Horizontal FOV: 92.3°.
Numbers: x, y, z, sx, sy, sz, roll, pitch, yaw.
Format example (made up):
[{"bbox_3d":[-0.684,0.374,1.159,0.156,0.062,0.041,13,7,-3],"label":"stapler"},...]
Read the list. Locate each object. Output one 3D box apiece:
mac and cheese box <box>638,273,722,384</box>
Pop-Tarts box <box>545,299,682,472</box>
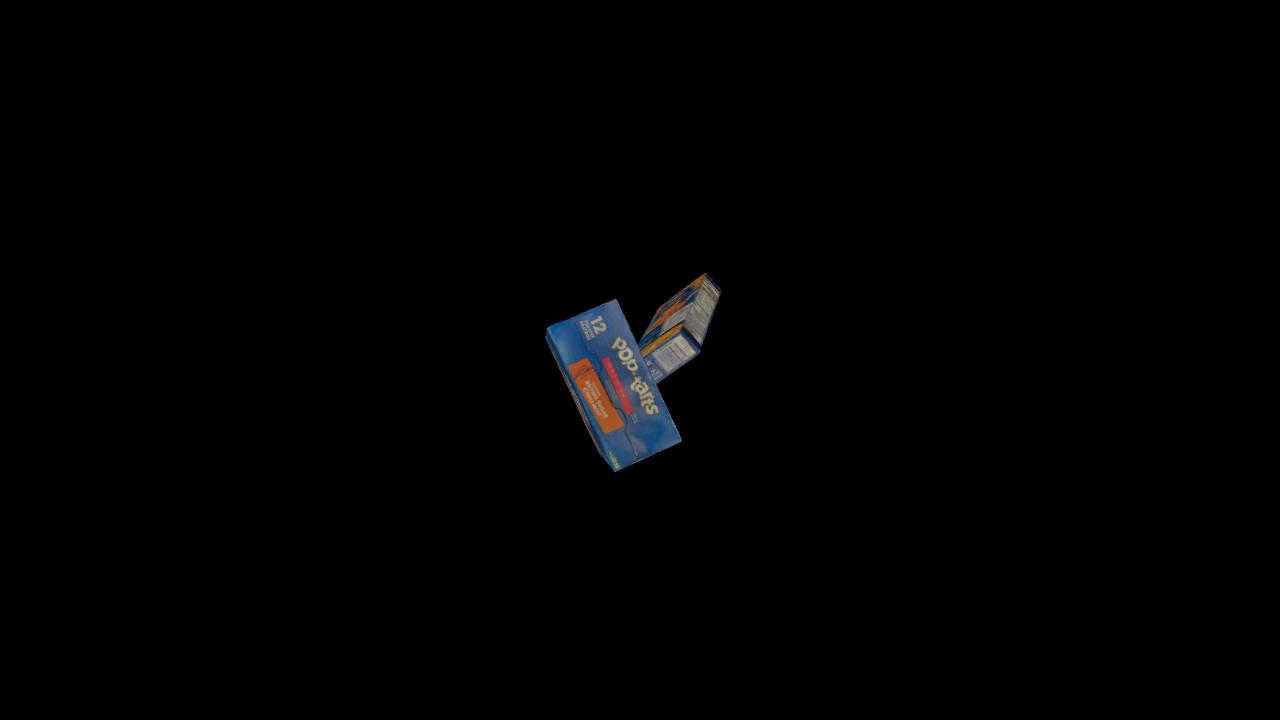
[{"bbox_3d":[0.043,-0.037,0.749,0.093,0.041,0.184,-38,12,28],"label":"mac and cheese box"},{"bbox_3d":[-0.037,0.028,0.700,0.083,0.167,0.141,-26,3,-10],"label":"Pop-Tarts box"}]
